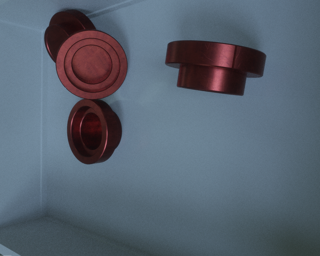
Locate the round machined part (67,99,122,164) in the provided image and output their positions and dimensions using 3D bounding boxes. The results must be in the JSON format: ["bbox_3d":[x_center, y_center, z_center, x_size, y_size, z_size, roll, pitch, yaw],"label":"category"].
[{"bbox_3d":[-0.096,0.005,0.474,0.098,0.042,0.097,2,93,40],"label":"round machined part"}]

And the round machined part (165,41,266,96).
[{"bbox_3d":[0.054,-0.058,0.315,0.098,0.099,0.042,14,99,39],"label":"round machined part"}]

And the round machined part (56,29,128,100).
[{"bbox_3d":[-0.100,-0.094,0.451,0.042,0.099,0.097,-128,54,-63],"label":"round machined part"}]

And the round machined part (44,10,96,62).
[{"bbox_3d":[-0.143,-0.133,0.490,0.098,0.042,0.097,20,128,28],"label":"round machined part"}]
